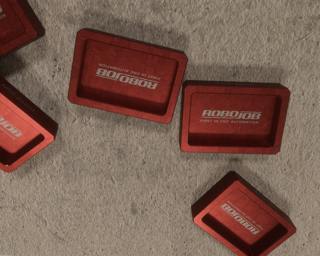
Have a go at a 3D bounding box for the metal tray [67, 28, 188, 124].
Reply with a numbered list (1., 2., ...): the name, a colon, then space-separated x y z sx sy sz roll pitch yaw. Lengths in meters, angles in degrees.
1. metal tray: -0.040 -0.063 0.383 0.131 0.030 0.089 12 110 -5

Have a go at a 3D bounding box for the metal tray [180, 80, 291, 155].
1. metal tray: 0.093 -0.014 0.403 0.131 0.030 0.089 2 110 -1

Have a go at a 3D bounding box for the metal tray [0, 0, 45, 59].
1. metal tray: -0.216 -0.120 0.359 0.130 0.030 0.090 -25 109 8

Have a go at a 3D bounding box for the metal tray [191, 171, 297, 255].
1. metal tray: 0.122 0.135 0.458 0.130 0.030 0.090 40 105 -14

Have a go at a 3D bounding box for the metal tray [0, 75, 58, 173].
1. metal tray: -0.206 -0.011 0.381 0.090 0.030 0.130 -35 121 14
